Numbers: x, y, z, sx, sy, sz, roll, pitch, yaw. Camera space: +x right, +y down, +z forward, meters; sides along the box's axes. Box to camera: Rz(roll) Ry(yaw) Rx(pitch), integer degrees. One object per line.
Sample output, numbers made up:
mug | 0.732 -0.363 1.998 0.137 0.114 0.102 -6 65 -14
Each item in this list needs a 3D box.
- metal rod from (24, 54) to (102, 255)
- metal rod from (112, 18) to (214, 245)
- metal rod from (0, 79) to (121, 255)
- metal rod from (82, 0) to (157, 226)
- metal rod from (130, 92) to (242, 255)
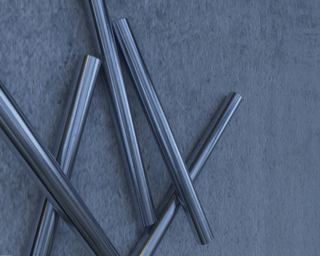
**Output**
metal rod | -0.108 0.068 0.315 0.025 0.025 0.299 20 77 -39
metal rod | 0.006 0.012 0.390 0.025 0.025 0.299 -29 102 -37
metal rod | -0.082 0.087 0.307 0.025 0.025 0.299 -44 126 -31
metal rod | -0.047 -0.025 0.366 0.025 0.025 0.298 -21 103 -38
metal rod | 0.046 0.060 0.446 0.025 0.025 0.301 50 60 -29
